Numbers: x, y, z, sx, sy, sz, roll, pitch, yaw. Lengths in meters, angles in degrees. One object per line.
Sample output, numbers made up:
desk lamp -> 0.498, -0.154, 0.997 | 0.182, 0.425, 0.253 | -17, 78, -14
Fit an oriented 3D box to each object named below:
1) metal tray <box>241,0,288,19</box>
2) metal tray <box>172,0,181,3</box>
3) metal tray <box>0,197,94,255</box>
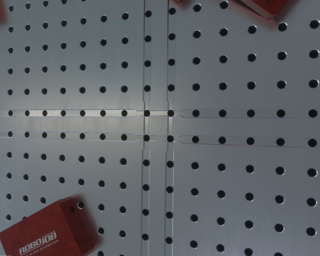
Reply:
metal tray -> 0.105, -0.200, 0.353 | 0.130, 0.030, 0.090 | 36, 103, 0
metal tray -> 0.030, -0.243, 0.399 | 0.090, 0.030, 0.130 | 45, 104, 14
metal tray -> -0.175, 0.174, 0.473 | 0.130, 0.030, 0.090 | -30, 80, 17
